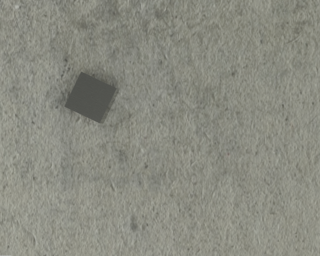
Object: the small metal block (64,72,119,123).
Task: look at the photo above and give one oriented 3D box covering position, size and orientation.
[{"bbox_3d":[-0.089,-0.039,0.409,0.050,0.025,0.050,26,90,0],"label":"small metal block"}]
